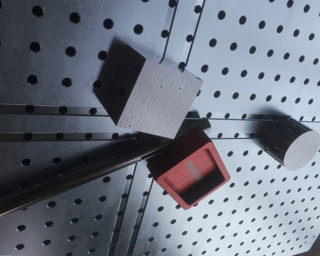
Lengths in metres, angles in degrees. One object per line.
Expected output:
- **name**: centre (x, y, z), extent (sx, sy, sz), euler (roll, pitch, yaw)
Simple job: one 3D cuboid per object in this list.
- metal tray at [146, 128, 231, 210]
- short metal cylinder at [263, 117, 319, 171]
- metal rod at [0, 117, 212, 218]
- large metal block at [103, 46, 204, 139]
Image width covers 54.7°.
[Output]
- **metal tray**: centre (0.047, 0.065, 0.456), extent (0.090, 0.030, 0.130), euler (-35, 140, 0)
- **short metal cylinder**: centre (0.230, 0.028, 0.541), extent (0.081, 0.050, 0.079), euler (-14, 124, -21)
- **metal rod**: centre (-0.068, 0.047, 0.404), extent (0.302, 0.025, 0.025), euler (-21, 127, -17)
- **large metal block**: centre (-0.009, -0.040, 0.367), extent (0.081, 0.050, 0.080), euler (14, 111, -34)
